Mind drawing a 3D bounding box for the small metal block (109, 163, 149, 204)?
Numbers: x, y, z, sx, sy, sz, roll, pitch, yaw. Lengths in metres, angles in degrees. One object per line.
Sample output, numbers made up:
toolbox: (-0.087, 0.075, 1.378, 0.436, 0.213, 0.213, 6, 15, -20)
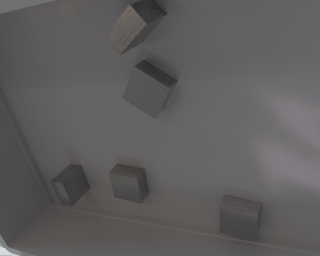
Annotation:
small metal block: (-0.049, 0.087, 0.488, 0.050, 0.025, 0.050, 7, 122, 24)

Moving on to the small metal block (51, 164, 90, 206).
small metal block: (-0.153, 0.098, 0.534, 0.025, 0.050, 0.050, 0, 119, 28)

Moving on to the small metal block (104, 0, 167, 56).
small metal block: (-0.026, -0.111, 0.338, 0.025, 0.050, 0.050, 48, 129, -5)

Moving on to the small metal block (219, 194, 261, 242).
small metal block: (0.110, 0.124, 0.427, 0.050, 0.025, 0.050, 8, 122, 24)

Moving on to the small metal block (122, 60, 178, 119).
small metal block: (-0.013, -0.048, 0.386, 0.050, 0.025, 0.050, 33, 129, 6)
